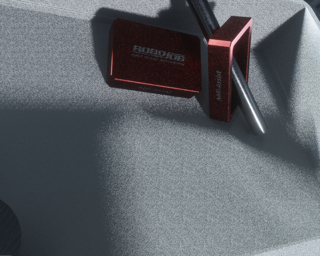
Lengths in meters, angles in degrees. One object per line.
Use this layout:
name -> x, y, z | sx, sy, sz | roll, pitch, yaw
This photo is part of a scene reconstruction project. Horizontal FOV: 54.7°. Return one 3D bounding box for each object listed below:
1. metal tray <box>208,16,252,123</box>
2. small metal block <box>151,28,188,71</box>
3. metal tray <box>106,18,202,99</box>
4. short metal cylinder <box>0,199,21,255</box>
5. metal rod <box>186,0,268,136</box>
metal tray -> 0.102, -0.084, 0.452 | 0.030, 0.129, 0.090 | 15, 45, 27
small metal block -> 0.015, -0.124, 0.491 | 0.050, 0.025, 0.050 | 14, 56, -21
metal tray -> -0.006, -0.096, 0.439 | 0.131, 0.030, 0.090 | 6, 74, -21
short metal cylinder -> -0.157, 0.097, 0.246 | 0.081, 0.050, 0.080 | 14, 56, -21
metal rod -> 0.085, -0.116, 0.442 | 0.025, 0.025, 0.299 | -47, 114, -39
